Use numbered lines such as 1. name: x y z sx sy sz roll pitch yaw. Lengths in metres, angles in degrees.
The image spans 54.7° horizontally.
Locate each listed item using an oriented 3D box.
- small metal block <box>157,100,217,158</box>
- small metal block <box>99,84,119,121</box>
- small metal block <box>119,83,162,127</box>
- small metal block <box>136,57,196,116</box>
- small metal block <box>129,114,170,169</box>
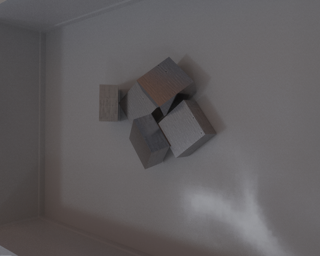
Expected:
1. small metal block: 0.032 0.001 0.377 0.050 0.025 0.050 -43 64 31
2. small metal block: -0.072 -0.034 0.444 0.050 0.025 0.050 -177 88 -83
3. small metal block: -0.023 -0.031 0.421 0.050 0.025 0.050 -45 64 30
4. small metal block: 0.008 -0.051 0.381 0.050 0.025 0.050 -37 62 -5
5. small metal block: -0.015 0.018 0.400 0.050 0.025 0.050 60 155 22
